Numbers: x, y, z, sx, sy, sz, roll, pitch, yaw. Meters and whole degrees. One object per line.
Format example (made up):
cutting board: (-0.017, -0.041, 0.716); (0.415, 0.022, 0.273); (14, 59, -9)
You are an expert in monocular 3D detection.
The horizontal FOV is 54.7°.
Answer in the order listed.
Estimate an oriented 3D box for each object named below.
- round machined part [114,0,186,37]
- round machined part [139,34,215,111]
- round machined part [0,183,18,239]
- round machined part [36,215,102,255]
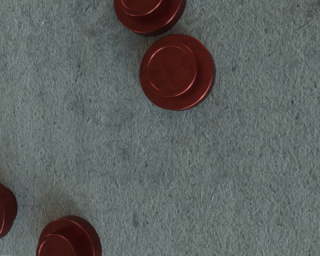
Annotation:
round machined part: (-0.018, -0.174, 0.406); (0.098, 0.042, 0.097); (0, 90, 20)
round machined part: (0.018, -0.071, 0.393); (0.098, 0.042, 0.097); (0, 90, 20)
round machined part: (-0.270, 0.130, 0.495); (0.098, 0.042, 0.097); (0, 90, 20)
round machined part: (-0.138, 0.181, 0.449); (0.098, 0.042, 0.097); (0, 90, 20)
